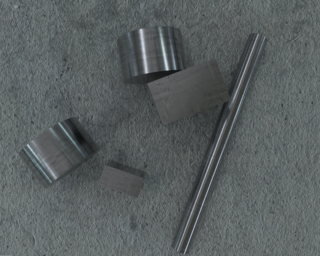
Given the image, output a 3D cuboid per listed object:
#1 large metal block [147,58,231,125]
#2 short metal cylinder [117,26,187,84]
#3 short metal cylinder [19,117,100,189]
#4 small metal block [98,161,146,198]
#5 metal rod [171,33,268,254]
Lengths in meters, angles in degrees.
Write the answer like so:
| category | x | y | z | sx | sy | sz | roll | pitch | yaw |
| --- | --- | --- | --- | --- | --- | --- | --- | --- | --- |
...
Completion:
| category | x | y | z | sx | sy | sz | roll | pitch | yaw |
| --- | --- | --- | --- | --- | --- | --- | --- | --- | --- |
| large metal block | 0.032 | -0.040 | 0.383 | 0.080 | 0.080 | 0.050 | -21 | 90 | 0 |
| short metal cylinder | -0.009 | -0.087 | 0.382 | 0.080 | 0.080 | 0.050 | -9 | 90 | 0 |
| short metal cylinder | -0.122 | 0.030 | 0.381 | 0.080 | 0.080 | 0.050 | -37 | 90 | 0 |
| small metal block | -0.046 | 0.064 | 0.397 | 0.050 | 0.050 | 0.025 | 19 | 90 | 0 |
| metal rod | 0.078 | 0.020 | 0.410 | 0.025 | 0.025 | 0.299 | 20 | 90 | 0 |
